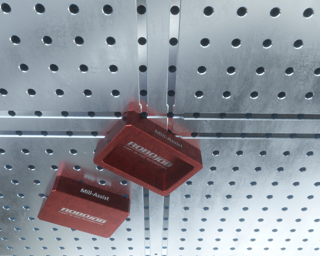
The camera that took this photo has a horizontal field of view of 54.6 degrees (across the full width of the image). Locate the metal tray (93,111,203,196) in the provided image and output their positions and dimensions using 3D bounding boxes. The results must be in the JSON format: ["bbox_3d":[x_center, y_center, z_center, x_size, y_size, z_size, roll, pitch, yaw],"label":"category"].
[{"bbox_3d":[-0.016,0.042,0.443,0.131,0.030,0.090,31,124,-24],"label":"metal tray"}]

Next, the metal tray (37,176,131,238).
[{"bbox_3d":[-0.127,0.136,0.523,0.131,0.030,0.090,23,126,-19],"label":"metal tray"}]
